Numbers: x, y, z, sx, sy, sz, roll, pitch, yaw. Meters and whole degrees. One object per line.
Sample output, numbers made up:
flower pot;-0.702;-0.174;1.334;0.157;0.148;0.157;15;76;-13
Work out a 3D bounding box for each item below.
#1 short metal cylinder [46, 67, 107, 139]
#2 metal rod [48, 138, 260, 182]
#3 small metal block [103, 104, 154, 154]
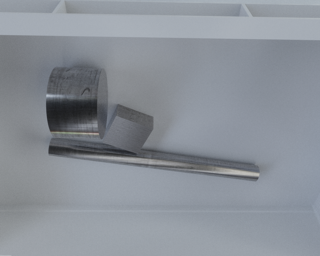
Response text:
short metal cylinder;-0.089;-0.028;0.348;0.050;0.080;0.079;2;130;-2
metal rod;-0.003;0.047;0.449;0.302;0.025;0.025;8;130;-8
small metal block;-0.042;0.002;0.410;0.050;0.025;0.050;20;127;-17
